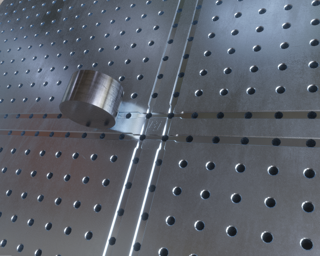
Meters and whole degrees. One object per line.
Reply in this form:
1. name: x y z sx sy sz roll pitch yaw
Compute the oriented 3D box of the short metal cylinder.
1. short metal cylinder: -0.097 -0.039 0.446 0.080 0.080 0.050 -1 61 27
